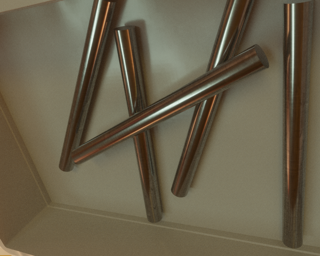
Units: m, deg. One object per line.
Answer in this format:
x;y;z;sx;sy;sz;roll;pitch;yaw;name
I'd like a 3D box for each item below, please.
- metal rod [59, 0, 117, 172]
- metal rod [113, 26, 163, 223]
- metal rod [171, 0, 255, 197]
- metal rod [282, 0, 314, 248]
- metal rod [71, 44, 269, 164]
-0.110;-0.041;0.439;0.025;0.025;0.298;31;128;7;metal rod
-0.025;0.014;0.428;0.025;0.025;0.298;7;122;24;metal rod
0.055;-0.027;0.361;0.025;0.025;0.298;23;127;14;metal rod
0.148;0.018;0.341;0.025;0.025;0.298;3;120;26;metal rod
-0.014;-0.012;0.373;0.299;0.025;0.025;-27;104;37;metal rod
